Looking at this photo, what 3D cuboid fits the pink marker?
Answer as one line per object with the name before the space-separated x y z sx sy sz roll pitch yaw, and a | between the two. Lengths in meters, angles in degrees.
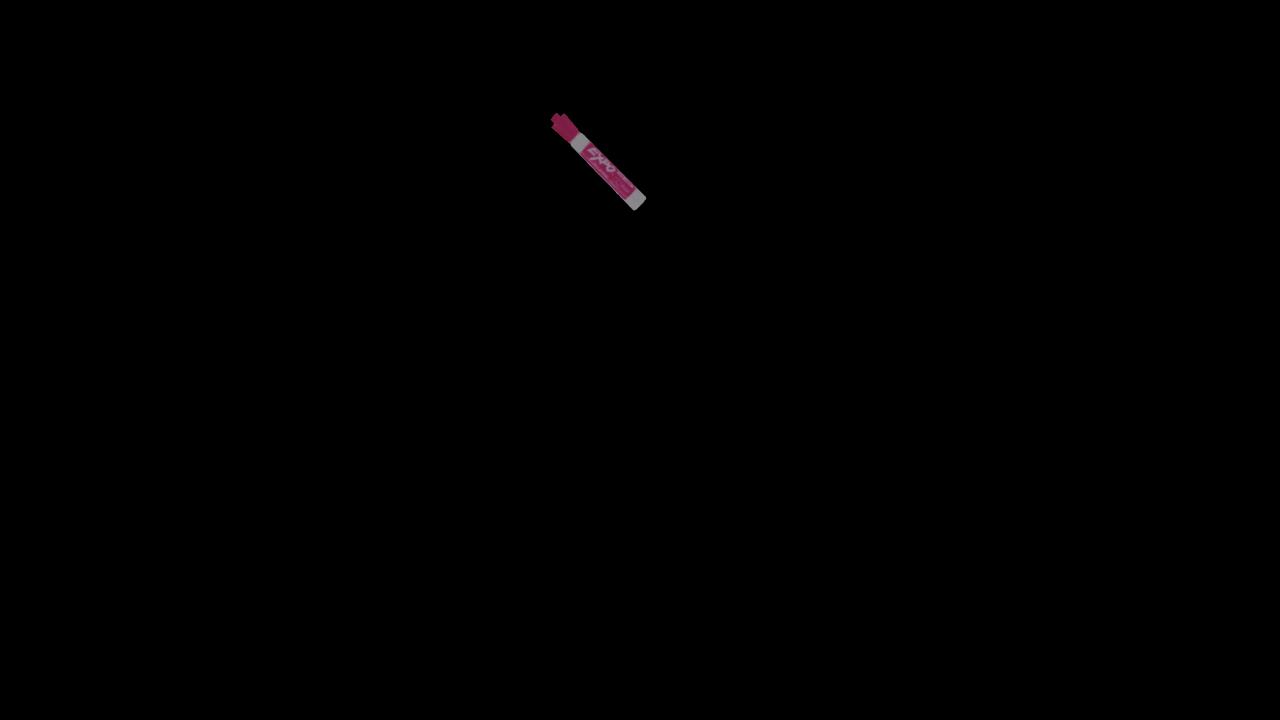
pink marker | -0.042 -0.201 0.621 0.121 0.020 0.020 42 -15 -17
